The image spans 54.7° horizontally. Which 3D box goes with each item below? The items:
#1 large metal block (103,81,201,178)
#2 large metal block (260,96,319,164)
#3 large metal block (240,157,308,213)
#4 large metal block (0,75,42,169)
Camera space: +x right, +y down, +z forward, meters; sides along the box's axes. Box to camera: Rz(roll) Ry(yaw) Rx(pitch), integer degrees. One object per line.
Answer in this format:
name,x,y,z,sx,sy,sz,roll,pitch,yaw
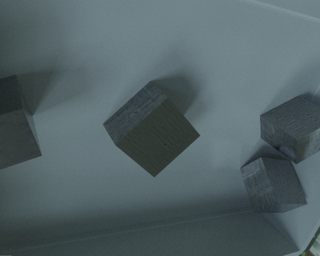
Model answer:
large metal block,-0.010,0.003,0.390,0.080,0.050,0.080,-43,130,1
large metal block,0.221,0.000,0.497,0.080,0.080,0.050,-26,128,-13
large metal block,0.195,0.100,0.536,0.081,0.080,0.050,10,145,-33
large metal block,-0.162,-0.002,0.284,0.081,0.080,0.050,-19,126,-18
